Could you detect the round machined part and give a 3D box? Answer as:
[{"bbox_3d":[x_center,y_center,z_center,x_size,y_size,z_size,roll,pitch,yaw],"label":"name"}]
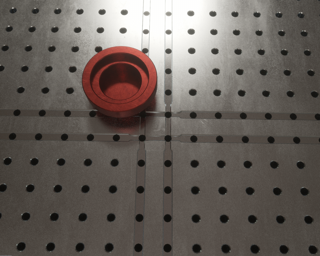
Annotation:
[{"bbox_3d":[-0.053,-0.059,0.424,0.099,0.042,0.098,0,70,-1],"label":"round machined part"}]
